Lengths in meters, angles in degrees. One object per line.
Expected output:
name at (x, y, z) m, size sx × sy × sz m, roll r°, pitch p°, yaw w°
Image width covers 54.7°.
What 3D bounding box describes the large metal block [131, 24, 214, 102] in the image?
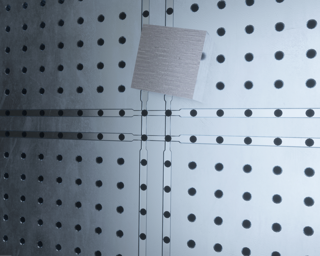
large metal block at (0.017, -0.081, 0.393) m, size 0.080 × 0.050 × 0.079 m, roll 13°, pitch 94°, yaw 19°
